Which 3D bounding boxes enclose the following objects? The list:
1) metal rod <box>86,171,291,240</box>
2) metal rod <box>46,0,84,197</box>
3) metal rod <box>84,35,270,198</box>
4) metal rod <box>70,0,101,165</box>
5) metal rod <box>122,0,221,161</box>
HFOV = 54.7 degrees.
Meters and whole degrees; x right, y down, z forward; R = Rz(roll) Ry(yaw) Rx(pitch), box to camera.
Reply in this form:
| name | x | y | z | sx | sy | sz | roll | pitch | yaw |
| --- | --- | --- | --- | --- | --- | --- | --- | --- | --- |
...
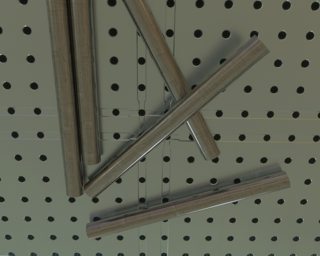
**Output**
| name | x | y | z | sx | sy | sz | roll | pitch | yaw |
| --- | --- | --- | --- | --- | --- | --- | --- | --- | --- |
| metal rod | 0.037 | 0.115 | 0.456 | 0.301 | 0.025 | 0.025 | -16 | 110 | 5 |
| metal rod | -0.120 | -0.047 | 0.394 | 0.025 | 0.025 | 0.298 | 1 | 110 | -1 |
| metal rod | 0.006 | -0.001 | 0.390 | 0.025 | 0.025 | 0.299 | 43 | 112 | -15 |
| metal rod | -0.092 | -0.094 | 0.377 | 0.025 | 0.025 | 0.298 | 1 | 110 | -1 |
| metal rod | 0.003 | -0.087 | 0.381 | 0.025 | 0.025 | 0.299 | -26 | 108 | 9 |
